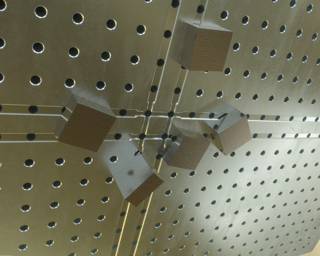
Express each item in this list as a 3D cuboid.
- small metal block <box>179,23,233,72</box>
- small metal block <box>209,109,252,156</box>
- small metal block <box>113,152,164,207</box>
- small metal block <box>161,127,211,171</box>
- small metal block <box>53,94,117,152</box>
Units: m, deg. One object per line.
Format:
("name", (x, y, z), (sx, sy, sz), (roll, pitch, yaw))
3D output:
("small metal block", (0.056, -0.098, 0.380), (0.050, 0.025, 0.050), (-3, 120, -27))
("small metal block", (0.109, 0.007, 0.474), (0.050, 0.025, 0.050), (-32, 129, -8))
("small metal block", (-0.030, 0.069, 0.420), (0.050, 0.050, 0.025), (-43, 129, 1))
("small metal block", (0.037, 0.031, 0.450), (0.050, 0.025, 0.050), (15, 110, -35))
("small metal block", (-0.087, -0.005, 0.360), (0.050, 0.025, 0.050), (22, 107, -36))
